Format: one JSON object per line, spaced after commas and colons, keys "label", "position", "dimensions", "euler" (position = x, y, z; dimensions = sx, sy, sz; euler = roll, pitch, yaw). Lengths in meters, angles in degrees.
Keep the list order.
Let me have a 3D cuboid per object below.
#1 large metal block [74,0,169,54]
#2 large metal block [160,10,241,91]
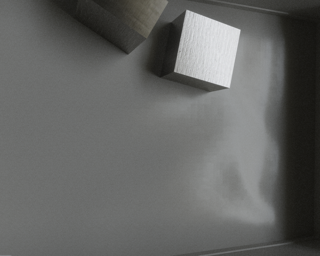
{"label": "large metal block", "position": [-0.049, -0.138, 0.363], "dimensions": [0.080, 0.080, 0.050], "euler": [31, 80, -18]}
{"label": "large metal block", "position": [0.053, -0.099, 0.416], "dimensions": [0.081, 0.050, 0.080], "euler": [13, 86, -20]}
